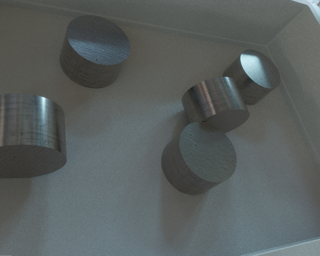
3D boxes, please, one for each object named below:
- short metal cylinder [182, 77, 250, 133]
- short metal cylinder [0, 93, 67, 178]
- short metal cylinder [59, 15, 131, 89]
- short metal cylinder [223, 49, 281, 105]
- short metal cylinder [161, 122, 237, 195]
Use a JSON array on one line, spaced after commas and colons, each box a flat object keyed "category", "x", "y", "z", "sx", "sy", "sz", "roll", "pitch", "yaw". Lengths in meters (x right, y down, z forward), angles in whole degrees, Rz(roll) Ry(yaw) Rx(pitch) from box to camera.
[{"category": "short metal cylinder", "x": 0.075, "y": -0.027, "z": 0.427, "sx": 0.081, "sy": 0.080, "sz": 0.050, "roll": -2, "pitch": 63, "yaw": -29}, {"category": "short metal cylinder", "x": -0.131, "y": 0.010, "z": 0.293, "sx": 0.081, "sy": 0.080, "sz": 0.050, "roll": 3, "pitch": 61, "yaw": -27}, {"category": "short metal cylinder", "x": -0.085, "y": -0.099, "z": 0.404, "sx": 0.081, "sy": 0.050, "sz": 0.080, "roll": 14, "pitch": 56, "yaw": -21}, {"category": "short metal cylinder", "x": 0.154, "y": -0.086, "z": 0.525, "sx": 0.081, "sy": 0.050, "sz": 0.080, "roll": 14, "pitch": 56, "yaw": -21}, {"category": "short metal cylinder", "x": 0.049, "y": 0.039, "z": 0.392, "sx": 0.081, "sy": 0.050, "sz": 0.080, "roll": 14, "pitch": 56, "yaw": -21}]
